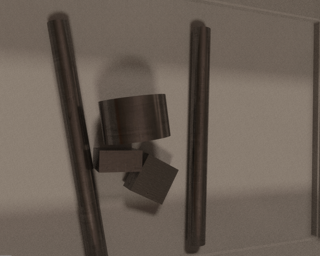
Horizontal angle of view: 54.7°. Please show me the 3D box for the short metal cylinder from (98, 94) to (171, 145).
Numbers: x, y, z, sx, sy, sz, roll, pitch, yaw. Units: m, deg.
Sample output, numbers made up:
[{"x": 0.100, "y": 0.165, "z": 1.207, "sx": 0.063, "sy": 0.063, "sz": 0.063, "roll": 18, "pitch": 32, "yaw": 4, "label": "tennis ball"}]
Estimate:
[{"x": -0.030, "y": -0.011, "z": 0.371, "sx": 0.081, "sy": 0.080, "sz": 0.050, "roll": -8, "pitch": 93, "yaw": -20, "label": "short metal cylinder"}]

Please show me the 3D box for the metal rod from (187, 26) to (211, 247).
[{"x": 0.054, "y": 0.011, "z": 0.431, "sx": 0.025, "sy": 0.025, "sz": 0.298, "roll": 2, "pitch": 90, "yaw": -20, "label": "metal rod"}]

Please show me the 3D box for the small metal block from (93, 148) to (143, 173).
[{"x": -0.053, "y": 0.038, "z": 0.379, "sx": 0.050, "sy": 0.050, "sz": 0.025, "roll": 1, "pitch": 90, "yaw": -20, "label": "small metal block"}]

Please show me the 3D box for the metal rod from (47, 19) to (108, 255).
[{"x": -0.098, "y": 0.023, "z": 0.374, "sx": 0.025, "sy": 0.025, "sz": 0.298, "roll": -10, "pitch": 94, "yaw": -20, "label": "metal rod"}]

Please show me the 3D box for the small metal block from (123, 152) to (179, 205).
[{"x": -0.011, "y": 0.065, "z": 0.404, "sx": 0.050, "sy": 0.025, "sz": 0.050, "roll": 31, "pitch": 80, "yaw": -27, "label": "small metal block"}]
